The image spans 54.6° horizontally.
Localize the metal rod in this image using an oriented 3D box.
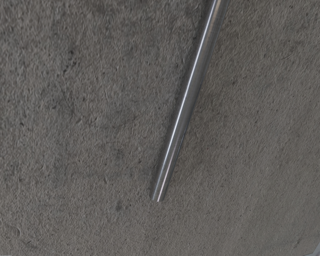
[{"bbox_3d":[0.033,-0.028,0.406,0.025,0.025,0.298,2,118,-29],"label":"metal rod"}]
